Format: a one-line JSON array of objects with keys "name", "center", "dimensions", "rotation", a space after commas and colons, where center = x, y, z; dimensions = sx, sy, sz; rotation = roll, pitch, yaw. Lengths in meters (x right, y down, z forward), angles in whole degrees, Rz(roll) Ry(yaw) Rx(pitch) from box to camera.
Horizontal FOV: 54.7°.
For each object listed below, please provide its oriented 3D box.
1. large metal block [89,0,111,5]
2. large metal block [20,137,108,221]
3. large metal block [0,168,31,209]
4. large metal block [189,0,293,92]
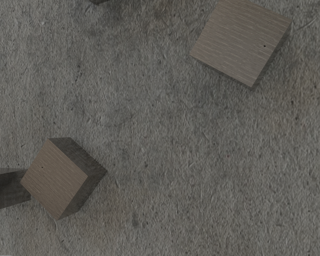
[{"name": "large metal block", "center": [-0.072, -0.226, 0.421], "dimensions": [0.080, 0.050, 0.080], "rotation": [-10, 87, 19]}, {"name": "large metal block", "center": [-0.138, 0.070, 0.444], "dimensions": [0.080, 0.050, 0.080], "rotation": [39, 102, 15]}, {"name": "large metal block", "center": [-0.259, 0.091, 0.471], "dimensions": [0.080, 0.080, 0.050], "rotation": [-1, 90, 20]}, {"name": "large metal block", "center": [0.094, -0.098, 0.362], "dimensions": [0.080, 0.050, 0.080], "rotation": [32, 100, 17]}]
